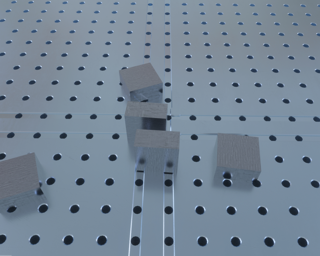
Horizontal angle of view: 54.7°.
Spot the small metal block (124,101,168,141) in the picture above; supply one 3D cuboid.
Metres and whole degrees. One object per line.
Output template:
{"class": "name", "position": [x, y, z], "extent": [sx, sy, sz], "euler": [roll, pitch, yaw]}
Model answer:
{"class": "small metal block", "position": [-0.017, -0.007, 0.397], "extent": [0.050, 0.050, 0.025], "euler": [4, 50, 3]}

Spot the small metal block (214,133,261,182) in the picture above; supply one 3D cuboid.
{"class": "small metal block", "position": [0.094, 0.036, 0.379], "extent": [0.050, 0.025, 0.050], "euler": [6, 50, 5]}

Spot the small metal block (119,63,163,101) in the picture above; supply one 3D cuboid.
{"class": "small metal block", "position": [-0.029, -0.068, 0.464], "extent": [0.050, 0.025, 0.050], "euler": [-17, 52, -15]}

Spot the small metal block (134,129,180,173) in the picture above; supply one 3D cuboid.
{"class": "small metal block", "position": [-0.003, 0.028, 0.368], "extent": [0.050, 0.050, 0.025], "euler": [3, 50, 2]}

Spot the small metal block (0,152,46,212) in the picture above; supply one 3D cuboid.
{"class": "small metal block", "position": [-0.163, 0.061, 0.354], "extent": [0.050, 0.025, 0.050], "euler": [-16, 52, -14]}
